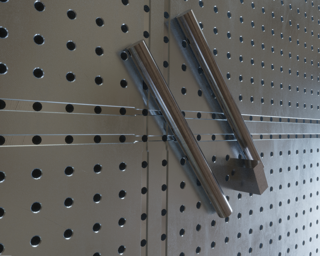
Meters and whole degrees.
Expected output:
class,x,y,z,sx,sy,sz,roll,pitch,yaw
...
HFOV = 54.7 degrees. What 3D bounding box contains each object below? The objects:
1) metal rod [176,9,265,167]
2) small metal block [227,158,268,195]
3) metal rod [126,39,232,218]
class,x,y,z,sx,sy,sz,roll,pitch,yaw
metal rod,0.106,-0.046,0.500,0.025,0.025,0.299,-47,118,-30
small metal block,0.147,0.081,0.520,0.025,0.050,0.050,-32,110,-36
metal rod,0.037,0.016,0.442,0.025,0.025,0.299,-44,117,-31
